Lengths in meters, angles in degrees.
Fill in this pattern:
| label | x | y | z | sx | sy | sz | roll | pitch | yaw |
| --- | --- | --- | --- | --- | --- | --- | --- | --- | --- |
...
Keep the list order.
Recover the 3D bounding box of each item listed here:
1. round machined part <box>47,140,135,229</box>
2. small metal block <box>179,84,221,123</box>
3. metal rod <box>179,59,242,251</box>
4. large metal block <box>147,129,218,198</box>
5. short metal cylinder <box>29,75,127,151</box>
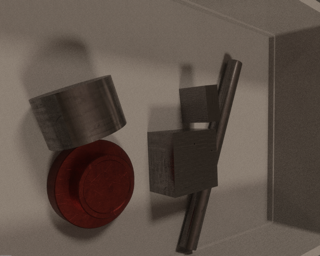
| label | x | y | z | sx | sy | sz | roll | pitch | yaw |
| --- | --- | --- | --- | --- | --- | --- | --- | --- | --- |
| round machined part | -0.068 | 0.061 | 0.341 | 0.099 | 0.042 | 0.097 | 0 | 90 | -40 |
| small metal block | 0.056 | -0.034 | 0.439 | 0.025 | 0.050 | 0.050 | -11 | 97 | -40 |
| metal rod | 0.082 | 0.032 | 0.477 | 0.025 | 0.025 | 0.299 | 27 | 73 | -37 |
| large metal block | 0.032 | 0.043 | 0.419 | 0.081 | 0.050 | 0.079 | -4 | 93 | -40 |
| short metal cylinder | -0.079 | -0.017 | 0.306 | 0.081 | 0.080 | 0.050 | -28 | 108 | -37 |
